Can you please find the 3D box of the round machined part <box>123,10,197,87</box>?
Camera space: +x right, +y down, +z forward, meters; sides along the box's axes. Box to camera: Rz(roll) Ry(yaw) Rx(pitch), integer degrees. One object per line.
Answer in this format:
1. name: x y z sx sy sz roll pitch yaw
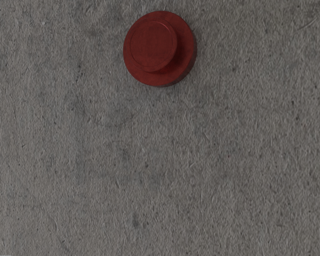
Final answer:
1. round machined part: -0.004 -0.104 0.402 0.098 0.042 0.097 0 90 20
